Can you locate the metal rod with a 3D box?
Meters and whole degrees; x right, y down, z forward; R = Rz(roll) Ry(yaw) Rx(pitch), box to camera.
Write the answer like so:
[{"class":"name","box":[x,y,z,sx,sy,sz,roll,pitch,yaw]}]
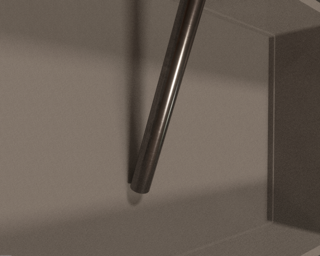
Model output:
[{"class":"metal rod","box":[0.013,-0.059,0.339,0.025,0.025,0.298,-2,117,-40]}]
